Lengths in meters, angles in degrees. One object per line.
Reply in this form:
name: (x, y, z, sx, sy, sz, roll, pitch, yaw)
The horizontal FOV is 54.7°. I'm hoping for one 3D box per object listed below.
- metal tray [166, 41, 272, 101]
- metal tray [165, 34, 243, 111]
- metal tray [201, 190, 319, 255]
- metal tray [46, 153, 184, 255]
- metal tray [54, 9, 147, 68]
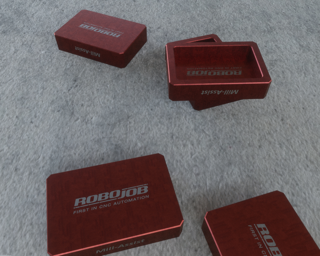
metal tray: (0.076, -0.080, 0.428, 0.131, 0.030, 0.090, -2, 50, -2)
metal tray: (0.071, -0.090, 0.476, 0.091, 0.030, 0.130, -15, 52, -13)
metal tray: (0.105, 0.131, 0.291, 0.091, 0.030, 0.130, -13, 51, -12)
metal tray: (-0.050, 0.082, 0.330, 0.131, 0.030, 0.090, -10, 51, -9)
metal tray: (-0.099, -0.155, 0.529, 0.130, 0.030, 0.090, 19, 52, 15)
